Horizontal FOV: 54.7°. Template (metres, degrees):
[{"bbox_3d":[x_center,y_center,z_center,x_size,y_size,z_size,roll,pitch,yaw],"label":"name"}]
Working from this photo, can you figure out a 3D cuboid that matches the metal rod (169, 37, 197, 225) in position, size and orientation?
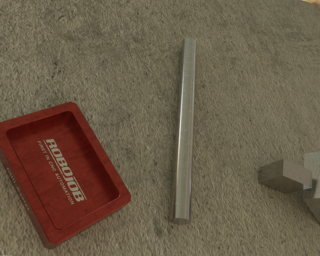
[{"bbox_3d":[0.036,-0.018,0.435,0.025,0.025,0.300,19,54,-18],"label":"metal rod"}]

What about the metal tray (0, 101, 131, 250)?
[{"bbox_3d":[-0.101,0.043,0.320,0.091,0.030,0.130,-24,75,-37],"label":"metal tray"}]

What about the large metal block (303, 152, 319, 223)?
[{"bbox_3d":[0.251,0.089,0.453,0.080,0.050,0.080,48,46,-29],"label":"large metal block"}]

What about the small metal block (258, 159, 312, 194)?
[{"bbox_3d":[0.178,0.070,0.441,0.050,0.050,0.025,23,61,-15],"label":"small metal block"}]
